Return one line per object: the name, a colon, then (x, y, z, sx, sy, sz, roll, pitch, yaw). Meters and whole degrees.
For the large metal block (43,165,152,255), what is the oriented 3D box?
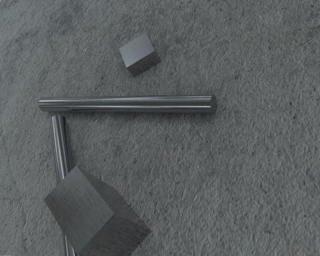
large metal block: (-0.068, 0.097, 0.343, 0.050, 0.080, 0.080, -48, 52, -5)

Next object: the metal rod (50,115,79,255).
metal rod: (-0.118, 0.099, 0.403, 0.025, 0.025, 0.299, -29, 52, 9)

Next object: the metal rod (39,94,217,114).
metal rod: (-0.065, -0.035, 0.457, 0.300, 0.025, 0.025, 2, 63, 28)

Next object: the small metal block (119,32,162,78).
small metal block: (-0.032, -0.116, 0.490, 0.050, 0.025, 0.050, -29, 52, 9)
